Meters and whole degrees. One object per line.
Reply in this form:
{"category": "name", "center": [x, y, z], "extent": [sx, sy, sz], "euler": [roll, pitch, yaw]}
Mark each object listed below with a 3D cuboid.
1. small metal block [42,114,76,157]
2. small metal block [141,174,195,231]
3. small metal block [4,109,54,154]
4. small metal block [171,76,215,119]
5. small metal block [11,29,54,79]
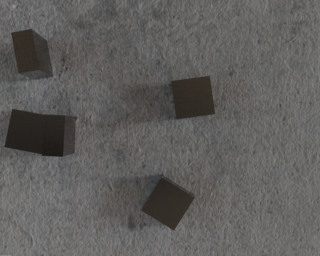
{"category": "small metal block", "center": [-0.128, 0.009, 0.396], "extent": [0.025, 0.050, 0.050], "euler": [3, 90, 0]}
{"category": "small metal block", "center": [0.010, 0.098, 0.410], "extent": [0.050, 0.025, 0.050], "euler": [32, 90, -1]}
{"category": "small metal block", "center": [-0.169, 0.005, 0.408], "extent": [0.050, 0.025, 0.050], "euler": [11, 90, -1]}
{"category": "small metal block", "center": [0.043, -0.039, 0.411], "extent": [0.050, 0.025, 0.050], "euler": [-8, 90, -1]}
{"category": "small metal block", "center": [-0.161, -0.092, 0.395], "extent": [0.025, 0.050, 0.050], "euler": [-10, 90, 0]}
